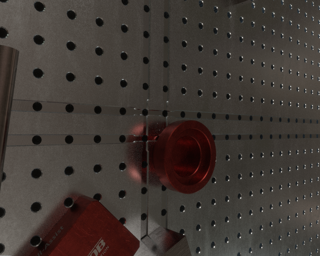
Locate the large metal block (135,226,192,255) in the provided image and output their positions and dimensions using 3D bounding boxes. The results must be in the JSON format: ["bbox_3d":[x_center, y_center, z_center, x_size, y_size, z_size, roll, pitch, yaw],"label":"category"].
[{"bbox_3d":[-0.002,0.187,0.394,0.081,0.050,0.080,-26,107,-37],"label":"large metal block"}]

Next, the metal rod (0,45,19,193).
[{"bbox_3d":[-0.159,0.075,0.276,0.025,0.025,0.298,9,84,-40],"label":"metal rod"}]

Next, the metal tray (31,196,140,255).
[{"bbox_3d":[-0.091,0.151,0.332,0.130,0.030,0.090,-51,120,-28],"label":"metal tray"}]

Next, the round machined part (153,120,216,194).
[{"bbox_3d":[0.029,0.038,0.425,0.099,0.042,0.097,0,90,-40],"label":"round machined part"}]

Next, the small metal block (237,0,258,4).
[{"bbox_3d":[0.155,-0.248,0.542,0.050,0.025,0.050,-25,106,-38],"label":"small metal block"}]
